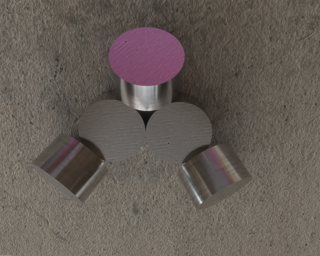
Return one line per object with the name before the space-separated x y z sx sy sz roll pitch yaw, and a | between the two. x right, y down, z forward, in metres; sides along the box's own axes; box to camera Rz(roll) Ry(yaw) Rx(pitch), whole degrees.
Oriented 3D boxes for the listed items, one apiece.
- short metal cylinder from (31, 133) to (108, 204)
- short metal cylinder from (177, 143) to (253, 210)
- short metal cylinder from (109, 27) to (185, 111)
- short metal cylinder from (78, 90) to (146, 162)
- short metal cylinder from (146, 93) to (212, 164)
short metal cylinder | -0.114 0.052 0.393 0.080 0.080 0.050 44 64 -15
short metal cylinder | 0.070 0.063 0.399 0.080 0.080 0.050 -35 65 12
short metal cylinder | -0.015 -0.066 0.351 0.081 0.080 0.050 2 153 -1
short metal cylinder | -0.058 -0.004 0.395 0.081 0.050 0.079 0 110 0
short metal cylinder | 0.023 -0.001 0.397 0.081 0.050 0.079 0 110 0
